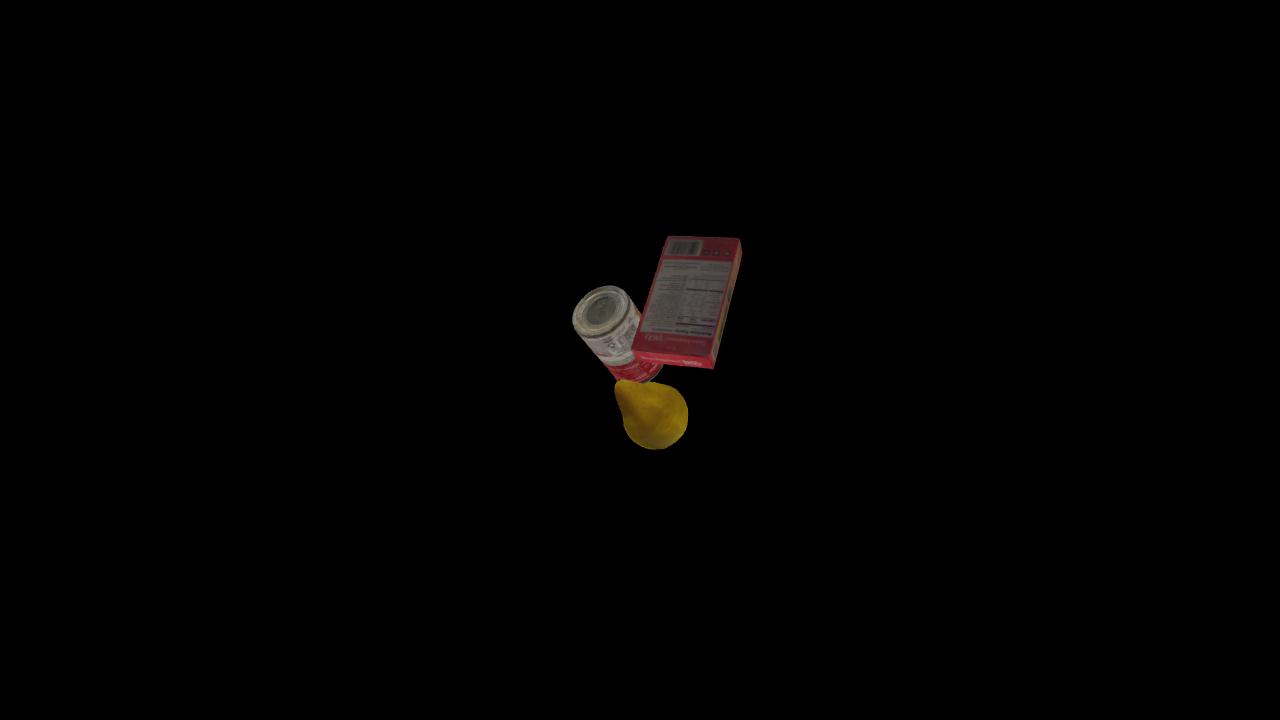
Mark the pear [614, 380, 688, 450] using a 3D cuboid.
[{"bbox_3d":[0.004,0.050,0.697,0.111,0.080,0.080,42,-22,-27],"label":"pear"}]

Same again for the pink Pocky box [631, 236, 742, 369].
[{"bbox_3d":[0.052,-0.064,0.648,0.084,0.155,0.029,6,-30,21],"label":"pink Pocky box"}]

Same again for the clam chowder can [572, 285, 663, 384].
[{"bbox_3d":[-0.022,-0.025,0.668,0.068,0.068,0.102,0,-31,28],"label":"clam chowder can"}]
